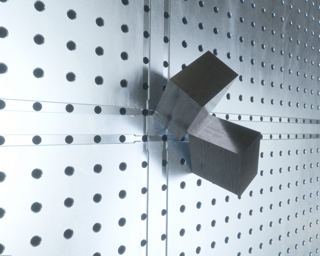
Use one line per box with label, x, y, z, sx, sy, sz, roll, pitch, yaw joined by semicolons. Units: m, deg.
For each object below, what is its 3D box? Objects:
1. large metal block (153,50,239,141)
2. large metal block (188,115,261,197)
large metal block;0.044;-0.041;0.404;0.050;0.080;0.080;43;57;10
large metal block;0.090;0.037;0.436;0.050;0.080;0.080;-41;138;-33
